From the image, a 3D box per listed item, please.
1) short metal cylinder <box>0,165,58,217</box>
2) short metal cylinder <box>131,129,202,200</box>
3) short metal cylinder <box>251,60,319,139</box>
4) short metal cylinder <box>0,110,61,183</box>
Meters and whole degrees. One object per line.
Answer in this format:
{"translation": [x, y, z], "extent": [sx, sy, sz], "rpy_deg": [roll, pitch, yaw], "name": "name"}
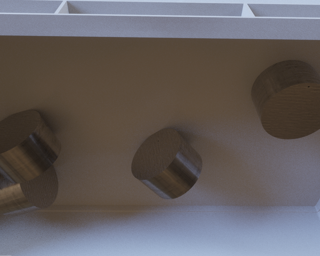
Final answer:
{"translation": [-0.191, 0.080, 0.439], "extent": [0.050, 0.080, 0.080], "rpy_deg": [-18, 128, 15], "name": "short metal cylinder"}
{"translation": [0.009, 0.047, 0.413], "extent": [0.080, 0.080, 0.050], "rpy_deg": [-30, 124, 23], "name": "short metal cylinder"}
{"translation": [0.154, -0.033, 0.366], "extent": [0.081, 0.050, 0.079], "rpy_deg": [0, 130, 0], "name": "short metal cylinder"}
{"translation": [-0.174, 0.022, 0.390], "extent": [0.080, 0.080, 0.050], "rpy_deg": [-14, 129, 11], "name": "short metal cylinder"}
